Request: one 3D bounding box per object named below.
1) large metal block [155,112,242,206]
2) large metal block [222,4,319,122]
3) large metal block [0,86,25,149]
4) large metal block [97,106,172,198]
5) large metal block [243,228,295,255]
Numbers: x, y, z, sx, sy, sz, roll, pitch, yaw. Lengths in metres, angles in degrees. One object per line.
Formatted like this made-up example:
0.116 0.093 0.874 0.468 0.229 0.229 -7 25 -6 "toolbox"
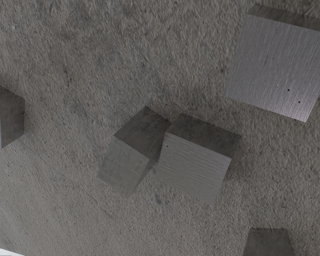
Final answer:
0.046 0.038 0.390 0.080 0.050 0.079 22 127 14 "large metal block"
0.113 -0.063 0.292 0.080 0.050 0.079 20 126 16 "large metal block"
-0.280 -0.025 0.523 0.080 0.050 0.079 28 128 10 "large metal block"
-0.030 0.030 0.406 0.050 0.080 0.079 33 129 7 "large metal block"
0.148 0.193 0.412 0.050 0.080 0.080 -11 113 33 "large metal block"
